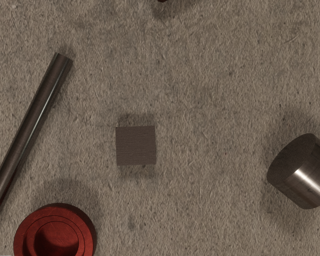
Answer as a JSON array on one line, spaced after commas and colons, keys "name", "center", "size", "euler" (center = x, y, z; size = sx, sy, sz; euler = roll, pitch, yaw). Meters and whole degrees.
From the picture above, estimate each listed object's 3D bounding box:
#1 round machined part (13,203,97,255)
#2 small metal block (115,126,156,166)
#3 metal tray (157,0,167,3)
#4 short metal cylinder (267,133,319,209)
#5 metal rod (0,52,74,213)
[{"name": "round machined part", "center": [-0.131, 0.145, 0.400], "size": [0.099, 0.042, 0.097], "euler": [0, 90, -1]}, {"name": "small metal block", "center": [-0.031, 0.023, 0.410], "size": [0.050, 0.025, 0.050], "euler": [-2, 90, -1]}, {"name": "metal tray", "center": [0.035, -0.238, 0.407], "size": [0.130, 0.030, 0.090], "euler": [-29, 90, -1]}, {"name": "short metal cylinder", "center": [0.181, 0.053, 0.385], "size": [0.050, 0.080, 0.080], "euler": [39, 90, -1]}, {"name": "metal rod", "center": [-0.191, 0.041, 0.407], "size": [0.025, 0.025, 0.299], "euler": [26, 90, -1]}]
